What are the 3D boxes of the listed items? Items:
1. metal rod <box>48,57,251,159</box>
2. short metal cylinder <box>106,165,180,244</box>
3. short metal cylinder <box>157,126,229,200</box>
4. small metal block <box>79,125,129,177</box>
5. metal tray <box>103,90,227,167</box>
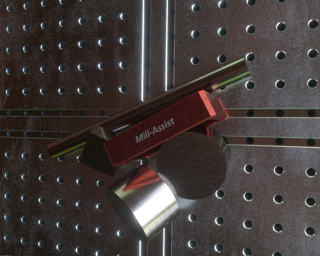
[{"bbox_3d":[-0.027,-0.020,0.418,0.300,0.025,0.025,-22,83,18],"label":"metal rod"},{"bbox_3d":[-0.022,0.092,0.380,0.050,0.080,0.080,-35,75,-26],"label":"short metal cylinder"},{"bbox_3d":[0.042,0.040,0.375,0.080,0.050,0.079,2,99,15],"label":"short metal cylinder"},{"bbox_3d":[-0.075,0.031,0.422,0.050,0.025,0.050,24,115,-1],"label":"small metal block"},{"bbox_3d":[0.009,0.002,0.371,0.130,0.090,0.030,-28,81,18],"label":"metal tray"}]
